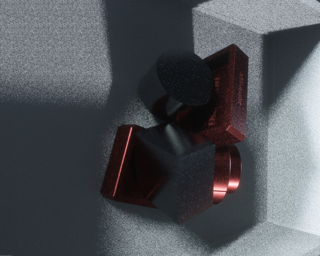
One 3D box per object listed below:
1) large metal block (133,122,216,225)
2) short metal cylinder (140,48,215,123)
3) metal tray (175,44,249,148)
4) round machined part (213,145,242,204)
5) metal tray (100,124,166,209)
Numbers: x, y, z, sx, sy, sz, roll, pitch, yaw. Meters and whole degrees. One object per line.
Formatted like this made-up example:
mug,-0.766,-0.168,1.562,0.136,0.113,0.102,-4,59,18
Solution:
large metal block,0.015,0.047,0.353,0.050,0.080,0.079,-18,117,-33
short metal cylinder,0.021,-0.053,0.389,0.081,0.050,0.080,12,63,-23
metal tray,0.065,-0.036,0.399,0.030,0.090,0.130,32,54,-33
round machined part,0.077,0.054,0.419,0.042,0.098,0.097,5,86,-10
metal tray,-0.004,0.056,0.399,0.131,0.030,0.090,22,76,-38
